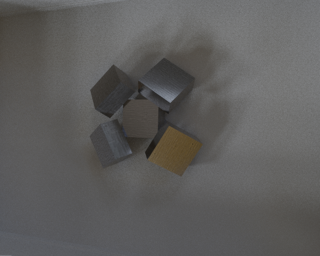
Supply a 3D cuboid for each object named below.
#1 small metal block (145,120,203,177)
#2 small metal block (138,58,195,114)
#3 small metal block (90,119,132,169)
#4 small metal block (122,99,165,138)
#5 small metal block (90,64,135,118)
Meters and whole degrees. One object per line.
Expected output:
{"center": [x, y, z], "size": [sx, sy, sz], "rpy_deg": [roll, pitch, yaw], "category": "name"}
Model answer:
{"center": [0.017, 0.026, 0.390], "size": [0.050, 0.025, 0.050], "rpy_deg": [29, 101, -17], "category": "small metal block"}
{"center": [0.008, -0.054, 0.393], "size": [0.050, 0.025, 0.050], "rpy_deg": [37, 64, 16], "category": "small metal block"}
{"center": [-0.068, 0.022, 0.420], "size": [0.050, 0.025, 0.050], "rpy_deg": [-36, 76, 55], "category": "small metal block"}
{"center": [-0.022, -0.012, 0.415], "size": [0.050, 0.025, 0.050], "rpy_deg": [2, 91, 20], "category": "small metal block"}
{"center": [-0.065, -0.050, 0.418], "size": [0.050, 0.025, 0.050], "rpy_deg": [-44, 39, 15], "category": "small metal block"}
